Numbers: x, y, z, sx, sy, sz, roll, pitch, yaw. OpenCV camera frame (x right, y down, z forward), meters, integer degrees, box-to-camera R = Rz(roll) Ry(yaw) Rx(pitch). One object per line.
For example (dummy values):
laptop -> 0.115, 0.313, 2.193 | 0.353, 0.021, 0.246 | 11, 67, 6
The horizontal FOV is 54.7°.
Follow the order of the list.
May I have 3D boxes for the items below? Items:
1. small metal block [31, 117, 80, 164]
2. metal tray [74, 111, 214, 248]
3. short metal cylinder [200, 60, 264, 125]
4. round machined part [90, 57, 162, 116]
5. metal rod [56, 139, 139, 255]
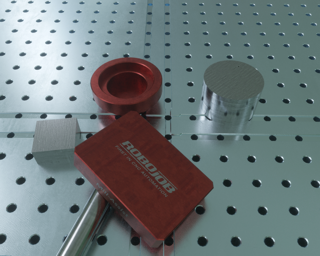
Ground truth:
small metal block -> -0.130, 0.015, 0.393 | 0.050, 0.025, 0.050 | -5, 50, -5
metal tray -> -0.018, 0.050, 0.339 | 0.130, 0.030, 0.091 | 43, 55, 15
short metal cylinder -> 0.099, -0.050, 0.435 | 0.081, 0.050, 0.080 | 0, 50, 0
round machined part -> -0.046, -0.054, 0.441 | 0.099, 0.042, 0.098 | 0, 50, 0
metal rod -> -0.082, 0.116, 0.309 | 0.025, 0.025, 0.301 | 16, 52, 13
